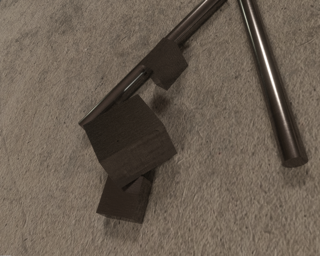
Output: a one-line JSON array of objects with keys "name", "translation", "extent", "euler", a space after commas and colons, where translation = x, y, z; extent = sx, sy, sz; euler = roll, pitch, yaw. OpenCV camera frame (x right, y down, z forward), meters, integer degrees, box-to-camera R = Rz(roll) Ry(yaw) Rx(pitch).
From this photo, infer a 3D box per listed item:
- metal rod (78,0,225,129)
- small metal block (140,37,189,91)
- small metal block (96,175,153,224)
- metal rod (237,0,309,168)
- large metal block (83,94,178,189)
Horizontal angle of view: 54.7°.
[{"name": "metal rod", "translation": [-0.007, -0.106, 0.470], "extent": [0.300, 0.025, 0.025], "euler": [-46, 51, -4]}, {"name": "small metal block", "translation": [0.007, -0.090, 0.438], "extent": [0.025, 0.050, 0.050], "euler": [34, 80, 38]}, {"name": "small metal block", "translation": [-0.042, 0.084, 0.373], "extent": [0.050, 0.025, 0.050], "euler": [1, 62, 28]}, {"name": "metal rod", "translation": [0.130, -0.092, 0.391], "extent": [0.025, 0.025, 0.299], "euler": [-15, 55, 19]}, {"name": "large metal block", "translation": [-0.038, 0.014, 0.380], "extent": [0.080, 0.050, 0.080], "euler": [-31, 40, -7]}]
